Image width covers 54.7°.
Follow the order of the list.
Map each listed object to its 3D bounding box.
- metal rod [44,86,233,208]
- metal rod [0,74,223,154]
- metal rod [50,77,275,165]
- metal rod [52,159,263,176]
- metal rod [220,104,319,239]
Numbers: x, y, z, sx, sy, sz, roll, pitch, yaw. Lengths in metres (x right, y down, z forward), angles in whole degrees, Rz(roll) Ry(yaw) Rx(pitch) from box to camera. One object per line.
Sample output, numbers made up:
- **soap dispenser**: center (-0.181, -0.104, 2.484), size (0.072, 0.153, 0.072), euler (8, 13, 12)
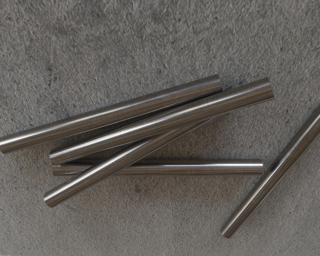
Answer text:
- **metal rod**: center (-0.033, 0.032, 0.412), size (0.300, 0.025, 0.025), euler (-30, 124, 15)
- **metal rod**: center (-0.071, -0.014, 0.394), size (0.301, 0.025, 0.025), euler (-15, 129, 12)
- **metal rod**: center (-0.015, -0.001, 0.384), size (0.300, 0.025, 0.025), euler (-17, 128, 22)
- **metal rod**: center (-0.003, 0.058, 0.456), size (0.302, 0.025, 0.025), euler (0, 130, 0)
- **metal rod**: center (0.168, 0.084, 0.480), size (0.025, 0.025, 0.298), euler (13, 129, -11)
